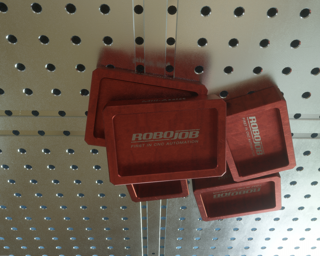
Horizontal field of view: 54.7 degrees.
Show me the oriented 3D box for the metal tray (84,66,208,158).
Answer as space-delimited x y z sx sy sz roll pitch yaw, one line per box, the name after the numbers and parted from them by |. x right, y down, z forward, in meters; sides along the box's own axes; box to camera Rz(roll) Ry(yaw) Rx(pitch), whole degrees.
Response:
-0.017 -0.018 0.369 0.131 0.030 0.089 8 105 -8 | metal tray

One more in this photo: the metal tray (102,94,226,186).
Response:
0.006 0.013 0.348 0.131 0.030 0.089 -4 106 -4 | metal tray

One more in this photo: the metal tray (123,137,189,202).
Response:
-0.010 0.055 0.454 0.090 0.030 0.129 -8 130 6 | metal tray

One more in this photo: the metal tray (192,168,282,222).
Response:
0.124 0.105 0.499 0.131 0.030 0.090 -12 130 9 | metal tray

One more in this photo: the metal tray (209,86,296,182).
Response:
0.129 0.014 0.422 0.090 0.030 0.130 -17 129 13 | metal tray
